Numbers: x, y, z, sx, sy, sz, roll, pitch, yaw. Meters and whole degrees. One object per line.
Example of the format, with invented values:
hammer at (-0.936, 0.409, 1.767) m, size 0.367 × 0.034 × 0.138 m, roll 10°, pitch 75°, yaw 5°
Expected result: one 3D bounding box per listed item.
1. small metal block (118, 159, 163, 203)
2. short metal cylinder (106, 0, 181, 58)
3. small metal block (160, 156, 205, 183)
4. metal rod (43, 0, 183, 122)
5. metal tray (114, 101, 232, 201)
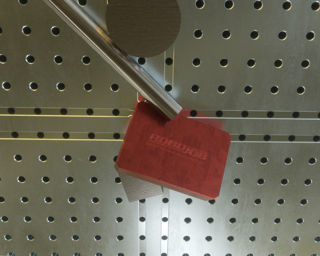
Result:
small metal block at (-0.026, 0.072, 0.440) m, size 0.050 × 0.025 × 0.050 m, roll -15°, pitch 110°, yaw 5°
short metal cylinder at (-0.018, -0.124, 0.354) m, size 0.081 × 0.050 × 0.079 m, roll 0°, pitch 110°, yaw -1°
small metal block at (0.031, 0.052, 0.419) m, size 0.050 × 0.025 × 0.050 m, roll 25°, pitch 146°, yaw -10°
metal rod at (-0.088, -0.119, 0.355) m, size 0.300 × 0.025 × 0.025 m, roll 44°, pitch 104°, yaw -10°
metal tray at (0.018, 0.030, 0.395) m, size 0.131 × 0.030 × 0.090 m, roll 20°, pitch 69°, yaw -8°
